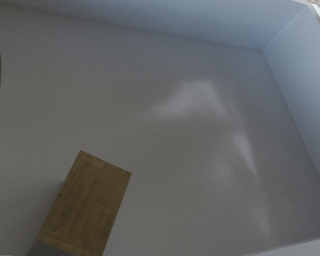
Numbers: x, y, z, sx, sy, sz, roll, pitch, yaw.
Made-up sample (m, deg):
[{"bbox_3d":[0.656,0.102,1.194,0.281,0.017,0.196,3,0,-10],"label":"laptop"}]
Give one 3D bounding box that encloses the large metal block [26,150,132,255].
[{"bbox_3d":[-0.074,0.079,0.282,0.050,0.080,0.080,27,52,-12],"label":"large metal block"}]
